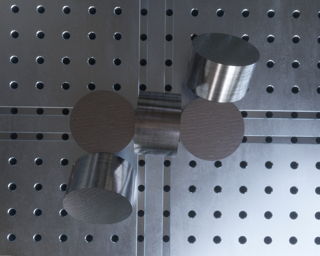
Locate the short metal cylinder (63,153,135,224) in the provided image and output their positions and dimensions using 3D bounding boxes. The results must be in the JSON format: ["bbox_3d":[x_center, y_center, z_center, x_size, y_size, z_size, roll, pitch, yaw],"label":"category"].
[{"bbox_3d":[-0.072,0.075,0.379,0.081,0.050,0.079,0,134,1],"label":"short metal cylinder"}]

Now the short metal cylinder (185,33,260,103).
[{"bbox_3d":[0.074,-0.075,0.380,0.081,0.080,0.050,9,132,-1],"label":"short metal cylinder"}]

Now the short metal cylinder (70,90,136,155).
[{"bbox_3d":[-0.069,-0.006,0.399,0.081,0.050,0.079,0,90,-1],"label":"short metal cylinder"}]

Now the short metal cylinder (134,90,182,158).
[{"bbox_3d":[-0.003,-0.005,0.386,0.050,0.080,0.079,5,90,0],"label":"short metal cylinder"}]

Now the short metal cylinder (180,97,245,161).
[{"bbox_3d":[0.063,0.000,0.401,0.081,0.050,0.079,0,90,-1],"label":"short metal cylinder"}]
